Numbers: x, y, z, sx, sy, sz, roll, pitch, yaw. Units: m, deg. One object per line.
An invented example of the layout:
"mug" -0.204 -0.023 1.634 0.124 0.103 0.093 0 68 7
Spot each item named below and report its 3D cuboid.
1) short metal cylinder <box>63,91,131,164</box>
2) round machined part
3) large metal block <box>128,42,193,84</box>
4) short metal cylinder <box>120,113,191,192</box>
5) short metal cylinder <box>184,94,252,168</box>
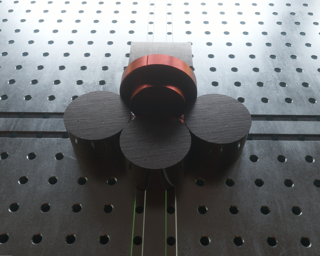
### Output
"short metal cylinder" -0.075 -0.002 0.392 0.081 0.050 0.080 0 50 0
"round machined part" -0.002 -0.041 0.392 0.099 0.097 0.042 1 50 1
"large metal block" 0.001 -0.071 0.431 0.081 0.080 0.050 1 50 0
"short metal cylinder" -0.005 0.028 0.368 0.081 0.050 0.080 0 50 0
"short metal cylinder" 0.069 0.003 0.390 0.081 0.050 0.080 0 50 0
